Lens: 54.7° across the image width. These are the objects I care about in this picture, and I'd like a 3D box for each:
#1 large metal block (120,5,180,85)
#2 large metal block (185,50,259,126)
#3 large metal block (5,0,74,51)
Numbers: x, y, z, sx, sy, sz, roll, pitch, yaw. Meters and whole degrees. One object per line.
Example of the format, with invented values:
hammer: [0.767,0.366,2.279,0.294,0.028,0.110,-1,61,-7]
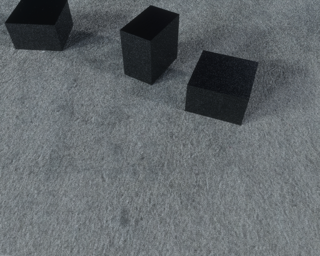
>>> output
large metal block: [-0.014,-0.127,0.474,0.050,0.080,0.080,25,54,19]
large metal block: [0.087,-0.058,0.437,0.080,0.050,0.080,16,52,12]
large metal block: [-0.204,-0.179,0.535,0.080,0.050,0.080,3,50,2]
